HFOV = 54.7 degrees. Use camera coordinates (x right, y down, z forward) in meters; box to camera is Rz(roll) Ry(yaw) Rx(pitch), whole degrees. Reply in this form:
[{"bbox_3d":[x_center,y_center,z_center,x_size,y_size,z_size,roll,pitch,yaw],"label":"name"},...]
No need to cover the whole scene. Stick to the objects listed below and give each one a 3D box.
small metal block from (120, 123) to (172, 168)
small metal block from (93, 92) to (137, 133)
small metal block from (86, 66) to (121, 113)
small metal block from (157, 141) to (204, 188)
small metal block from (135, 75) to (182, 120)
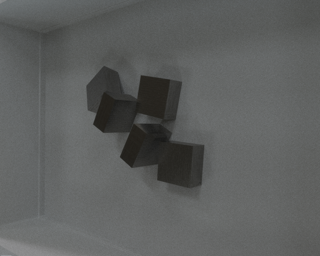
[{"bbox_3d":[-0.018,0.022,0.403,0.025,0.050,0.050,37,112,33],"label":"small metal block"},{"bbox_3d":[-0.060,-0.021,0.438,0.025,0.050,0.050,34,111,34],"label":"small metal block"},{"bbox_3d":[-0.085,-0.056,0.465,0.050,0.025,0.050,-39,47,33],"label":"small metal block"},{"bbox_3d":[0.025,0.043,0.384,0.050,0.025,0.050,6,94,39],"label":"small metal block"},{"bbox_3d":[-0.002,-0.040,0.407,0.050,0.025,0.050,16,100,38],"label":"small metal block"}]
